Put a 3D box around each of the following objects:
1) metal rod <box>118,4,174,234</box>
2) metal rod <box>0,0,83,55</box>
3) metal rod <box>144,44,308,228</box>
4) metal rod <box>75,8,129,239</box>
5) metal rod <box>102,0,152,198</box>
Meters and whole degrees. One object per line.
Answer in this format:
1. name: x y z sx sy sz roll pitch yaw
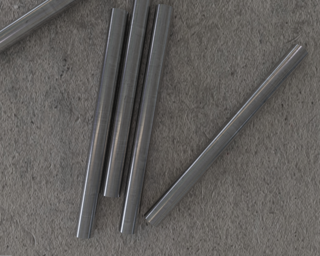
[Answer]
1. metal rod: -0.018 -0.011 0.409 0.025 0.025 0.298 10 90 0
2. metal rod: -0.158 -0.148 0.408 0.301 0.025 0.025 -34 90 0
3. metal rod: 0.087 0.010 0.410 0.025 0.025 0.300 41 90 0
4. metal rod: -0.076 -0.006 0.409 0.025 0.025 0.298 9 90 0
5. metal rod: -0.041 -0.059 0.409 0.025 0.025 0.298 9 90 0
